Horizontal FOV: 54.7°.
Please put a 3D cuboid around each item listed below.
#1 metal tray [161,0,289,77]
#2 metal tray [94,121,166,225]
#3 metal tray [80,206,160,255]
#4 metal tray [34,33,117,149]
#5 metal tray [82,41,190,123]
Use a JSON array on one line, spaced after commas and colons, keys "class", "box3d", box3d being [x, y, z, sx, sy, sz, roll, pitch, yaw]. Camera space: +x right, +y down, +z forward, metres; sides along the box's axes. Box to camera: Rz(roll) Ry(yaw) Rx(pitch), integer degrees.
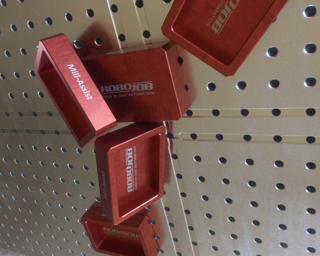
[{"class": "metal tray", "box3d": [0.068, -0.125, 0.293, 0.090, 0.030, 0.129, 35, 129, 4]}, {"class": "metal tray", "box3d": [-0.037, 0.059, 0.420, 0.030, 0.091, 0.129, 32, 133, 39]}, {"class": "metal tray", "box3d": [-0.073, 0.194, 0.564, 0.130, 0.030, 0.089, 1, 119, 27]}, {"class": "metal tray", "box3d": [-0.113, -0.043, 0.401, 0.130, 0.030, 0.090, 59, 150, 0]}, {"class": "metal tray", "box3d": [-0.035, -0.054, 0.392, 0.130, 0.030, 0.089, -2, 118, 28]}]
